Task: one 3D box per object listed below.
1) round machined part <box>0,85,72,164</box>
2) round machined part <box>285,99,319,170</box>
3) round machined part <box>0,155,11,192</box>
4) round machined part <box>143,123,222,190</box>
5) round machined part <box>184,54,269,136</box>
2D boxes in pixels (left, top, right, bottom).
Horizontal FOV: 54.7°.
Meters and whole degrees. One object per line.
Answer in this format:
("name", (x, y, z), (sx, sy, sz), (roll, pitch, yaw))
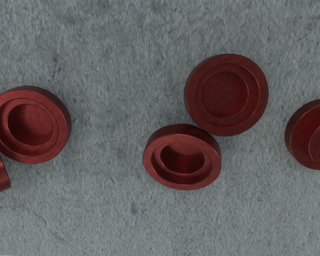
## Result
("round machined part", (-0.162, -0.007, 0.396), (0.099, 0.042, 0.097), (0, 110, -1))
("round machined part", (0.222, 0.013, 0.409), (0.099, 0.042, 0.097), (0, 110, -1))
("round machined part", (-0.226, 0.055, 0.398), (0.042, 0.098, 0.097), (-22, 114, -32))
("round machined part", (0.030, 0.033, 0.402), (0.099, 0.042, 0.097), (6, 129, 8))
("round machined part", (0.078, -0.042, 0.382), (0.099, 0.042, 0.097), (-1, 103, -5))
